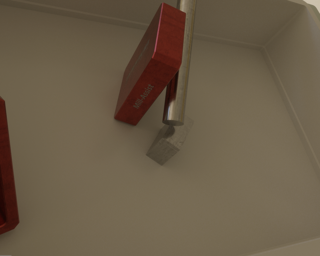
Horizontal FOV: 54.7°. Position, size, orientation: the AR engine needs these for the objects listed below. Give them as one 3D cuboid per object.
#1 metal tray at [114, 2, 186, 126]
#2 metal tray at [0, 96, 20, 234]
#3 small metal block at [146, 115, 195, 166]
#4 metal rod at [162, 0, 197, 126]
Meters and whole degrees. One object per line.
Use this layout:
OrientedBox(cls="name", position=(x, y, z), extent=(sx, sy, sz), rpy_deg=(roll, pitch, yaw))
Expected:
OrientedBox(cls="metal tray", position=(-0.015, -0.072, 0.376), extent=(0.030, 0.129, 0.090), rpy_deg=(19, 54, -17))
OrientedBox(cls="metal tray", position=(-0.161, 0.037, 0.229), extent=(0.091, 0.129, 0.030), rpy_deg=(-17, 37, -39))
OrientedBox(cls="small metal block", position=(0.013, 0.013, 0.390), extent=(0.025, 0.050, 0.050), rpy_deg=(35, 51, -6))
OrientedBox(cls="metal rod", position=(0.033, -0.149, 0.394), extent=(0.025, 0.025, 0.299), rpy_deg=(13, 74, -22))
